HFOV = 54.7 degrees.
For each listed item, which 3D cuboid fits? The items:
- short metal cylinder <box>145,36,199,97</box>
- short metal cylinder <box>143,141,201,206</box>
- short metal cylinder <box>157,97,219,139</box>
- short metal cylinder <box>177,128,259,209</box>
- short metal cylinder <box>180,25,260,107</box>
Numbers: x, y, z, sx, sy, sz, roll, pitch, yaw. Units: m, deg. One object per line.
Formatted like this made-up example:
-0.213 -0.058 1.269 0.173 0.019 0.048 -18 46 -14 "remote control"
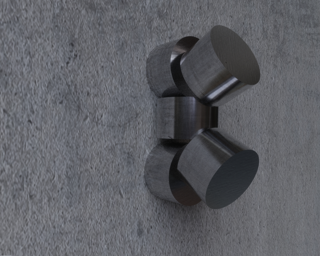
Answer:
0.027 -0.077 0.413 0.081 0.050 0.080 0 90 -40 "short metal cylinder"
0.025 0.058 0.411 0.081 0.050 0.080 0 90 -40 "short metal cylinder"
0.036 -0.011 0.401 0.081 0.080 0.050 2 89 -40 "short metal cylinder"
0.068 0.046 0.360 0.081 0.050 0.079 -21 129 -27 "short metal cylinder"
0.071 -0.072 0.365 0.080 0.050 0.080 21 52 -30 "short metal cylinder"
